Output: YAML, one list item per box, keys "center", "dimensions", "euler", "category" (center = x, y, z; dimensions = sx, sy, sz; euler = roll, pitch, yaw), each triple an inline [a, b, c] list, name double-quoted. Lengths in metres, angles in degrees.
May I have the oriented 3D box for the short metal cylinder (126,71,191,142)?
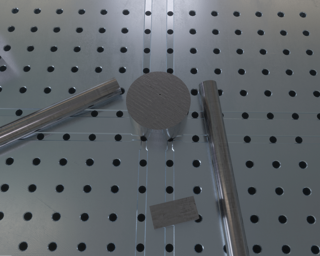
- center: [-0.002, -0.027, 0.408]
  dimensions: [0.081, 0.050, 0.080]
  euler: [0, 70, 0]
  category: "short metal cylinder"

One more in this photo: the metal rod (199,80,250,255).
- center: [0.083, 0.079, 0.383]
  dimensions: [0.025, 0.025, 0.299]
  euler: [-6, 70, -2]
  category: "metal rod"

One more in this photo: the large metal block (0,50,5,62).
- center: [-0.285, -0.124, 0.442]
  dimensions: [0.080, 0.050, 0.080]
  euler: [-26, 72, -9]
  category: "large metal block"

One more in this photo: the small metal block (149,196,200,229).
- center: [0.016, 0.100, 0.362]
  dimensions: [0.050, 0.050, 0.025]
  euler: [-12, 71, -5]
  category: "small metal block"

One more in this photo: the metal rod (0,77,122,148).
- center: [-0.193, 0.004, 0.408]
  dimensions: [0.302, 0.025, 0.025]
  euler: [-26, 72, -9]
  category: "metal rod"
